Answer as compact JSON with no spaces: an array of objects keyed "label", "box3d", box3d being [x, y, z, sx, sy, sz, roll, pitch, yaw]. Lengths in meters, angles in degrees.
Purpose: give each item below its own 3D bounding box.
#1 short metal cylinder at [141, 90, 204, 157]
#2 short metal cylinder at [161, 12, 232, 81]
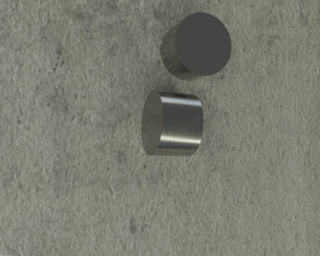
[{"label":"short metal cylinder","box3d":[0.013,-0.005,0.386,0.050,0.080,0.079,4,89,-20]},{"label":"short metal cylinder","box3d":[0.047,-0.106,0.414,0.081,0.050,0.079,0,90,-21]}]
